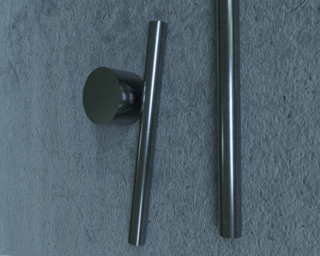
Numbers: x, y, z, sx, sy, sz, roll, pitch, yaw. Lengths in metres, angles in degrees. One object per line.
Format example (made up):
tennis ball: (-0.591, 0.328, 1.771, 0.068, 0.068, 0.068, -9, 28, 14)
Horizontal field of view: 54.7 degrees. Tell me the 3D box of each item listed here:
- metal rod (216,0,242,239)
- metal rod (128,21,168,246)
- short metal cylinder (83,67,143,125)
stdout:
metal rod: (0.076, -0.032, 0.342, 0.025, 0.025, 0.298, -1, 89, 40)
metal rod: (-0.017, 0.010, 0.419, 0.025, 0.025, 0.298, 10, 96, 39)
short metal cylinder: (-0.065, -0.044, 0.443, 0.080, 0.050, 0.079, 0, 90, 40)
